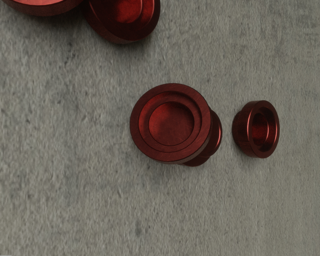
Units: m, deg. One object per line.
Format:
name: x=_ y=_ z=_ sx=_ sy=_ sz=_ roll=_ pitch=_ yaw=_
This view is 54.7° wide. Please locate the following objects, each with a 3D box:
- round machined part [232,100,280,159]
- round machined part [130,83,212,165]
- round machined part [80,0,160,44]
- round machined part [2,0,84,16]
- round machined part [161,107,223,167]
round machined part: x=0.161 y=0.002 z=0.532 sx=0.099 sy=0.042 sz=0.097 roll=0 pitch=90 yaw=-40
round machined part: x=0.016 y=-0.003 z=0.385 sx=0.042 sy=0.098 sz=0.098 roll=53 pitch=51 yaw=-70
round machined part: x=-0.050 y=-0.145 z=0.352 sx=0.099 sy=0.042 sz=0.097 roll=-1 pitch=91 yaw=-41
round machined part: x=-0.109 y=-0.150 z=0.285 sx=0.099 sy=0.042 sz=0.097 roll=1 pitch=86 yaw=-9
round machined part: x=0.051 y=0.007 z=0.439 sx=0.099 sy=0.042 sz=0.097 roll=0 pitch=90 yaw=-40
